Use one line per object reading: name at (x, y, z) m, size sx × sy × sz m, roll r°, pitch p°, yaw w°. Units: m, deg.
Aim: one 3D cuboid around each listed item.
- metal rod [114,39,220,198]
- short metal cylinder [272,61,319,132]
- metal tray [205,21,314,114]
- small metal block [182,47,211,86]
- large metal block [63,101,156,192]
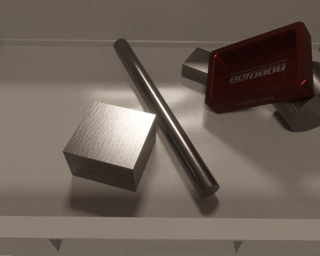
metal rod at (-0.005, -0.034, 0.433) m, size 0.025 × 0.025 × 0.300 m, roll -19°, pitch 53°, yaw -15°
short metal cylinder at (0.193, -0.040, 0.405) m, size 0.081 × 0.080 × 0.050 m, roll -15°, pitch 52°, yaw -12°
metal tray at (0.125, -0.074, 0.404) m, size 0.130 × 0.030 × 0.090 m, roll -10°, pitch 61°, yaw 39°
small metal block at (0.069, -0.096, 0.487) m, size 0.050 × 0.025 × 0.050 m, roll 25°, pitch 54°, yaw 19°
large metal block at (-0.055, 0.021, 0.371) m, size 0.080 × 0.050 × 0.080 m, roll 13°, pitch 51°, yaw 10°
